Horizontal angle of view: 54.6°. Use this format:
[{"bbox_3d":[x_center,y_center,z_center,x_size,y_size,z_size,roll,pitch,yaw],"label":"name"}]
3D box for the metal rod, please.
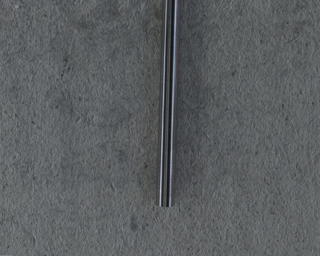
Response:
[{"bbox_3d":[0.012,-0.048,0.409,0.025,0.025,0.298,2,90,0],"label":"metal rod"}]
